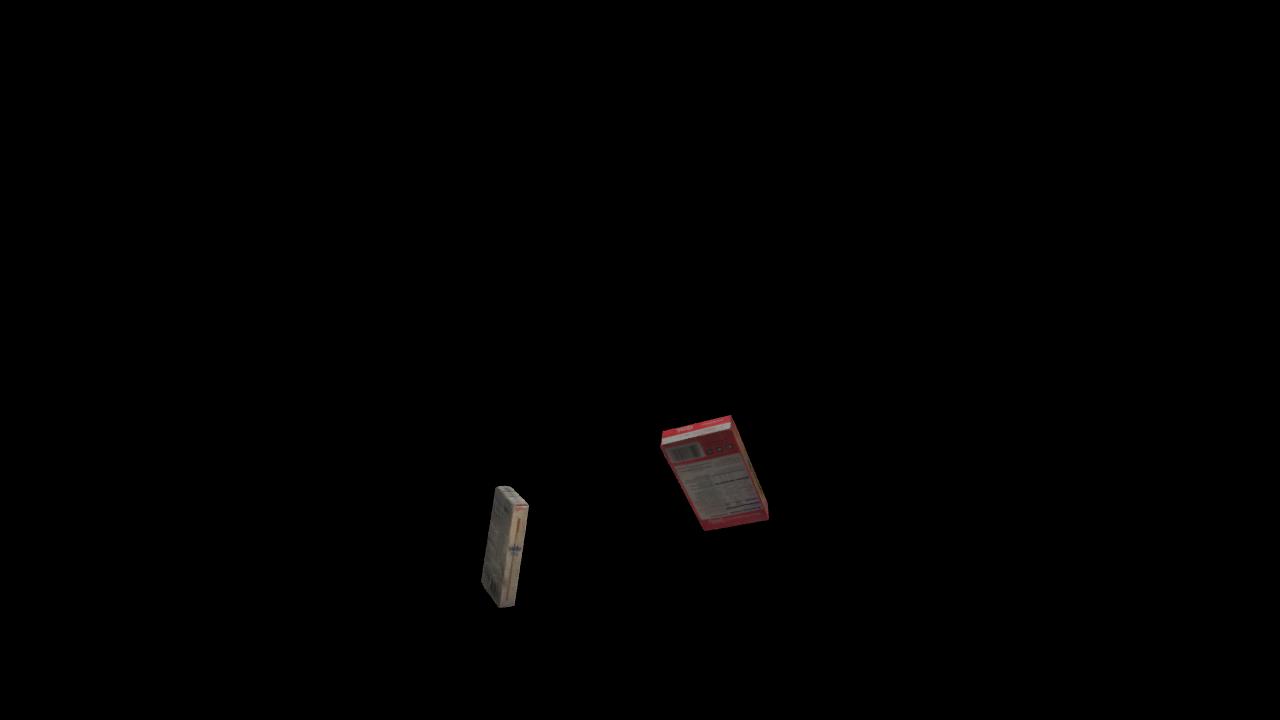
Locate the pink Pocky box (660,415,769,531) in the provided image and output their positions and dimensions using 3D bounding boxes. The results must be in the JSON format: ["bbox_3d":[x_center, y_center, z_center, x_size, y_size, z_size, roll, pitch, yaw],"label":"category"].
[{"bbox_3d":[0.090,0.136,0.717,0.084,0.155,0.029,-15,32,18],"label":"pink Pocky box"}]

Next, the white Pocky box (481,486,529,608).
[{"bbox_3d":[-0.200,0.272,0.904,0.028,0.154,0.084,7,5,-32],"label":"white Pocky box"}]
